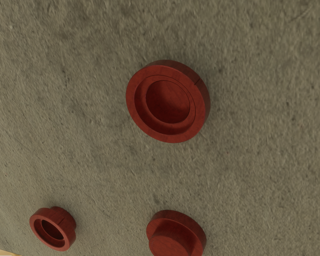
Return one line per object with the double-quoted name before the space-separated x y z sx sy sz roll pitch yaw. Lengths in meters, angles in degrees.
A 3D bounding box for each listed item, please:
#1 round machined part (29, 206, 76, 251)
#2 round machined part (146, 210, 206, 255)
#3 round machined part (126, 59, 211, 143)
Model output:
"round machined part" -0.210 0.198 0.626 0.098 0.042 0.097 13 124 20
"round machined part" 0.021 0.183 0.497 0.098 0.042 0.097 13 124 20
"round machined part" 0.013 -0.034 0.367 0.098 0.042 0.097 13 124 20
